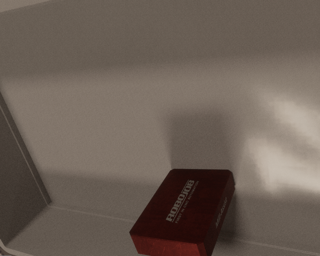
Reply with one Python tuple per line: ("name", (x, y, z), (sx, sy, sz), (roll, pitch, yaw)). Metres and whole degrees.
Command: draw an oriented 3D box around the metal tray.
("metal tray", (0.033, 0.101, 0.385), (0.090, 0.131, 0.030), (-3, 117, 29))
